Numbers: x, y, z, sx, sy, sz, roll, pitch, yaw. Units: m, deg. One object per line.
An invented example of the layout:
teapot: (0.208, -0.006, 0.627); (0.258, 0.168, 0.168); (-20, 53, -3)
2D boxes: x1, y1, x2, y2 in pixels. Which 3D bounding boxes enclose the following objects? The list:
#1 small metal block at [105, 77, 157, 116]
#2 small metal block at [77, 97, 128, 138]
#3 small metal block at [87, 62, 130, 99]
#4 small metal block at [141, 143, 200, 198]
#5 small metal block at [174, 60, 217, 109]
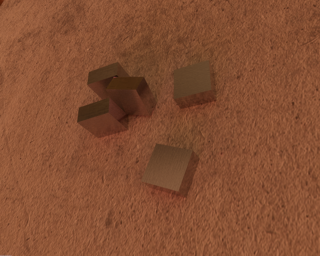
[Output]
small metal block: (-0.039, -0.044, 0.433); (0.050, 0.050, 0.025); (5, 52, 30)
small metal block: (-0.080, -0.013, 0.437); (0.050, 0.050, 0.025); (-16, 56, 20)
small metal block: (-0.073, -0.067, 0.467); (0.050, 0.050, 0.025); (-14, 56, 20)
small metal block: (0.013, 0.050, 0.367); (0.050, 0.025, 0.050); (9, 66, 32)
small metal block: (0.047, -0.058, 0.415); (0.050, 0.025, 0.050); (-12, 56, 21)
